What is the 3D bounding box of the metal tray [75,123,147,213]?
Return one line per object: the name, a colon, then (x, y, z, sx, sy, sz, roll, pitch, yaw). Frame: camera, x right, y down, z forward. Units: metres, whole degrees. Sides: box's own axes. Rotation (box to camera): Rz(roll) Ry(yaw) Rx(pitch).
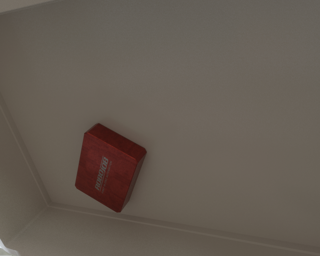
metal tray: (-0.081, 0.066, 0.487, 0.090, 0.030, 0.129, 28, 128, 10)
